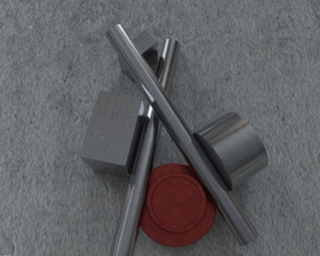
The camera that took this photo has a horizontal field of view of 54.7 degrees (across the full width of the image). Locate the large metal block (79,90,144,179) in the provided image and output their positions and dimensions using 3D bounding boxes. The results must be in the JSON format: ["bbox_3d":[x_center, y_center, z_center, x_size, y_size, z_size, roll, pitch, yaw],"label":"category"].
[{"bbox_3d":[-0.053,0.011,0.375,0.050,0.080,0.080,11,70,4],"label":"large metal block"}]

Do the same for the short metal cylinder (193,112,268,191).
[{"bbox_3d":[0.082,0.028,0.371,0.050,0.080,0.080,-31,73,-11],"label":"short metal cylinder"}]

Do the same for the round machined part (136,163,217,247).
[{"bbox_3d":[0.019,0.090,0.368,0.099,0.042,0.098,0,70,-1],"label":"round machined part"}]

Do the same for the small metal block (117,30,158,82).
[{"bbox_3d":[-0.030,-0.099,0.432,0.050,0.050,0.025,-43,76,-14],"label":"small metal block"}]

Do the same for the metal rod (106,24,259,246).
[{"bbox_3d":[0.022,0.002,0.372,0.025,0.025,0.299,-31,82,-11],"label":"metal rod"}]

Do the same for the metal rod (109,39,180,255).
[{"bbox_3d":[-0.012,0.009,0.390,0.025,0.025,0.300,11,64,4],"label":"metal rod"}]
